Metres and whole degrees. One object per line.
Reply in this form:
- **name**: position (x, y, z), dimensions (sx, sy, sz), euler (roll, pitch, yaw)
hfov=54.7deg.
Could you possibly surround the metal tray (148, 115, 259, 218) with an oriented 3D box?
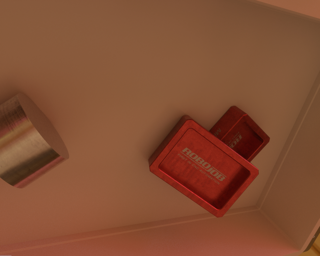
- **metal tray**: position (0.060, 0.055, 0.436), dimensions (0.130, 0.030, 0.090), euler (36, 97, -12)

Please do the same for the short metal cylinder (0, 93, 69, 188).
- **short metal cylinder**: position (-0.136, 0.012, 0.307), dimensions (0.050, 0.080, 0.080), euler (-35, 129, -6)

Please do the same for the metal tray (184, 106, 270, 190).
- **metal tray**: position (0.102, 0.040, 0.488), dimensions (0.130, 0.030, 0.090), euler (-49, 129, 6)
